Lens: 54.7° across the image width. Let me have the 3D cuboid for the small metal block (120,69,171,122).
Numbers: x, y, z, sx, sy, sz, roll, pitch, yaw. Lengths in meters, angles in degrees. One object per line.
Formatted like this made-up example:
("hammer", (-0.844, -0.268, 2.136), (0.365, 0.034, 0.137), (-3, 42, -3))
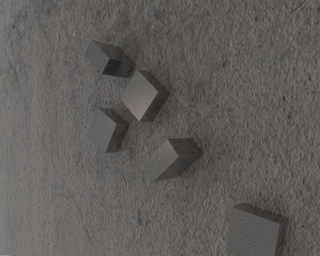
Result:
("small metal block", (-0.021, -0.044, 0.422), (0.050, 0.025, 0.050), (50, 119, 28))

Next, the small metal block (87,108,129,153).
("small metal block", (-0.080, 0.003, 0.471), (0.050, 0.025, 0.050), (37, 113, 33))

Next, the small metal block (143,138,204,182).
("small metal block", (0.016, 0.038, 0.375), (0.050, 0.050, 0.025), (-48, 62, 29))

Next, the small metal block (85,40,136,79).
("small metal block", (-0.072, -0.099, 0.448), (0.050, 0.050, 0.025), (48, 119, 29))

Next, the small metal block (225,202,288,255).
("small metal block", (0.100, 0.112, 0.322), (0.050, 0.025, 0.050), (12, 98, 39))
